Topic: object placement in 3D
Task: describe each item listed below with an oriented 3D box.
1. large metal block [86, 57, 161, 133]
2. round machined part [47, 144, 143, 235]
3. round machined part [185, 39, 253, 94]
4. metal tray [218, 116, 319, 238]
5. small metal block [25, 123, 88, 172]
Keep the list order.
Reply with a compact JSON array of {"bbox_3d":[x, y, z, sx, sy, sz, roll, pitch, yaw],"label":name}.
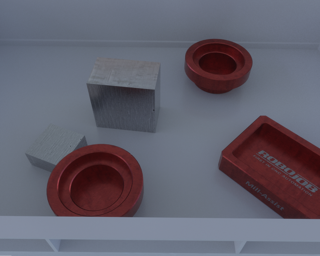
[{"bbox_3d":[-0.043,-0.042,0.404,0.080,0.080,0.050,6,50,4],"label":"large metal block"},{"bbox_3d":[-0.067,0.068,0.336,0.099,0.042,0.098,0,50,0],"label":"round machined part"},{"bbox_3d":[0.086,-0.090,0.471,0.099,0.042,0.098,0,50,0],"label":"round machined part"},{"bbox_3d":[0.147,0.050,0.361,0.130,0.030,0.091,38,59,27],"label":"metal tray"},{"bbox_3d":[-0.125,0.027,0.381,0.050,0.025,0.050,18,52,14],"label":"small metal block"}]
